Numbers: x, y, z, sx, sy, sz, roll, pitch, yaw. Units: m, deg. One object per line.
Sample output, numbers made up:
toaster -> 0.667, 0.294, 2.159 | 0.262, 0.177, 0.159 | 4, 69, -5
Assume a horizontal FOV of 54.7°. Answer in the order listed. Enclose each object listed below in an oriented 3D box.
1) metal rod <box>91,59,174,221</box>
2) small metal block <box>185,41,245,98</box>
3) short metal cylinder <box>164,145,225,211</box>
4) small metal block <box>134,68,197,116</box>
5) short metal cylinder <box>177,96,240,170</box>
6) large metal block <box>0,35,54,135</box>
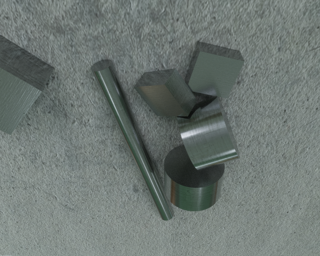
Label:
metal rod -> -0.027, 0.039, 0.440 | 0.025, 0.025, 0.299 | -12, 130, 9
small metal block -> 0.060, -0.065, 0.353 | 0.050, 0.025, 0.050 | 10, 129, -9
short metal cylinder -> 0.046, 0.067, 0.429 | 0.081, 0.080, 0.050 | -1, 130, 0
small metal block -> 0.007, -0.040, 0.358 | 0.050, 0.025, 0.050 | 3, 142, 45
short metal cylinder -> 0.060, 0.006, 0.378 | 0.050, 0.080, 0.080 | -20, 128, 15
large metal block -> -0.180, -0.050, 0.345 | 0.080, 0.050, 0.080 | 32, 123, -25
